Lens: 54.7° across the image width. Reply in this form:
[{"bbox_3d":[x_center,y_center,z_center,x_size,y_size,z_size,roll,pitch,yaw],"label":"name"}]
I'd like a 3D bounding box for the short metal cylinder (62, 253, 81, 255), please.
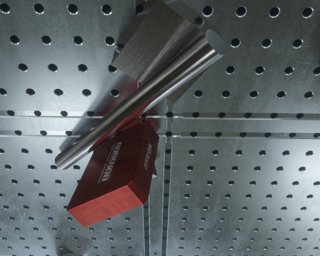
[{"bbox_3d":[-0.191,0.306,0.634,0.080,0.080,0.050,30,124,-23],"label":"short metal cylinder"}]

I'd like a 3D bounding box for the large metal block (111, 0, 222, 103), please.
[{"bbox_3d":[0.008,-0.085,0.323,0.080,0.050,0.080,29,124,-23],"label":"large metal block"}]

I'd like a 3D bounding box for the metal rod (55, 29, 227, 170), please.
[{"bbox_3d":[-0.048,-0.011,0.354,0.025,0.025,0.299,33,137,-25],"label":"metal rod"}]

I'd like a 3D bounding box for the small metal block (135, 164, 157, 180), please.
[{"bbox_3d":[-0.040,0.062,0.453,0.050,0.025,0.050,-26,147,20],"label":"small metal block"}]

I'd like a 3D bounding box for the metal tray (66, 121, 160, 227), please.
[{"bbox_3d":[-0.052,0.051,0.383,0.090,0.130,0.030,-26,115,20],"label":"metal tray"}]
